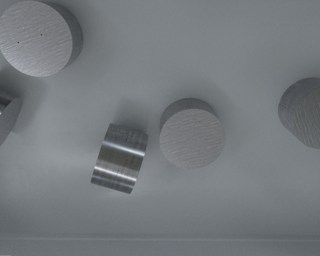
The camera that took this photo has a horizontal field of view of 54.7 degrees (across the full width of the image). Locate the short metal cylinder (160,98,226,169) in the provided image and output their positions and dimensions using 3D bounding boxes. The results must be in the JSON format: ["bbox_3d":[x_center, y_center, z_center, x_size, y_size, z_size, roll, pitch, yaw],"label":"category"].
[{"bbox_3d":[0.040,0.006,0.400,0.081,0.050,0.079,0,110,0],"label":"short metal cylinder"}]

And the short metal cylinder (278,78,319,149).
[{"bbox_3d":[0.199,-0.020,0.392,0.081,0.050,0.079,0,110,0],"label":"short metal cylinder"}]

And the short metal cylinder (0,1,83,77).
[{"bbox_3d":[-0.135,-0.104,0.358,0.081,0.050,0.079,0,110,0],"label":"short metal cylinder"}]

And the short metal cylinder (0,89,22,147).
[{"bbox_3d":[-0.213,-0.012,0.375,0.050,0.080,0.080,27,108,-10],"label":"short metal cylinder"}]

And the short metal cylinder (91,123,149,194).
[{"bbox_3d":[-0.051,0.039,0.396,0.050,0.080,0.079,18,109,-7],"label":"short metal cylinder"}]
